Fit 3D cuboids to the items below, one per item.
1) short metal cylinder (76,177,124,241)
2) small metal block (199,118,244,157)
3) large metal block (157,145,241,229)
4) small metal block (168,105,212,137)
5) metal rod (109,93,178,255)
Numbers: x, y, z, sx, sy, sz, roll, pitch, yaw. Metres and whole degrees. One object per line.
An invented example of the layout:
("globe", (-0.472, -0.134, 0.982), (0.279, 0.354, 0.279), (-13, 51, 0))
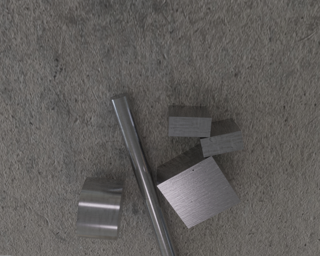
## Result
("short metal cylinder", (-0.078, 0.108, 0.420), (0.050, 0.080, 0.079), (6, 110, -3))
("small metal block", (0.076, 0.011, 0.401), (0.050, 0.050, 0.025), (-12, 109, 4))
("large metal block", (0.051, 0.077, 0.425), (0.080, 0.050, 0.080), (-31, 108, 10))
("small metal block", (0.036, -0.010, 0.393), (0.050, 0.050, 0.025), (2, 110, -1))
("metal rod", (-0.014, 0.095, 0.444), (0.025, 0.025, 0.298), (-14, 110, 5))
